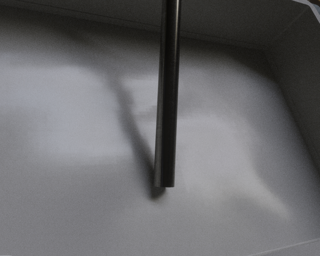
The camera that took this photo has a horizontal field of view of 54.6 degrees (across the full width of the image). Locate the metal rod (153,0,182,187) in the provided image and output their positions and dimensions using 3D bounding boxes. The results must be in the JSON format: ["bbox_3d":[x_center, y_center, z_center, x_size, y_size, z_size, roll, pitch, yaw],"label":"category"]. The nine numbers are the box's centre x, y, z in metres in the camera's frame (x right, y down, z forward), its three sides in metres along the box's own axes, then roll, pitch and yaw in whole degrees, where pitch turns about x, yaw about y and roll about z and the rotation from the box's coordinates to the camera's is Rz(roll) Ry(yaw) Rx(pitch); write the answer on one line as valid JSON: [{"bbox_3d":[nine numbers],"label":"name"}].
[{"bbox_3d":[0.011,-0.079,0.383,0.025,0.025,0.299,5,84,-26],"label":"metal rod"}]
